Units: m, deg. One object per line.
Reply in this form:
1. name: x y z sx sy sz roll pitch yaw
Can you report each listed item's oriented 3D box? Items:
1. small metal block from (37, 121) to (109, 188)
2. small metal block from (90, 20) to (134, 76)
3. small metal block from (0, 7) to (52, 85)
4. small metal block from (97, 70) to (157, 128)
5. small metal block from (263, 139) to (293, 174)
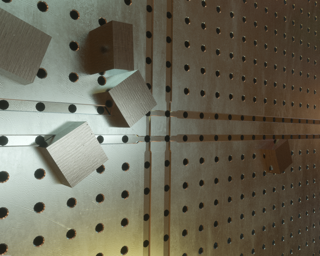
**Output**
1. small metal block: -0.092 0.027 0.332 0.050 0.025 0.050 -39 114 -33
2. small metal block: -0.055 -0.087 0.346 0.025 0.050 0.050 -3 92 -40
3. small metal block: -0.139 -0.075 0.292 0.050 0.025 0.050 26 74 -37
4. small metal block: -0.038 -0.035 0.376 0.050 0.025 0.050 -43 116 -31
5. small metal block: 0.228 0.054 0.599 0.050 0.025 0.050 -27 107 -36
